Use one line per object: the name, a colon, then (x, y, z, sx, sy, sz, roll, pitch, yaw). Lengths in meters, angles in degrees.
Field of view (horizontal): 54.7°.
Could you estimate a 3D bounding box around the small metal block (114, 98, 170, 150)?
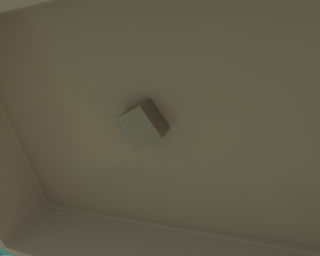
small metal block: (-0.024, -0.005, 0.413, 0.050, 0.025, 0.050, -26, 105, 36)
